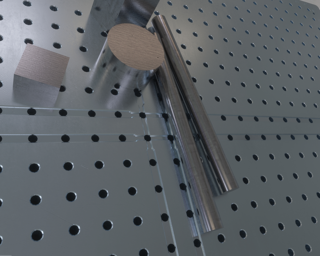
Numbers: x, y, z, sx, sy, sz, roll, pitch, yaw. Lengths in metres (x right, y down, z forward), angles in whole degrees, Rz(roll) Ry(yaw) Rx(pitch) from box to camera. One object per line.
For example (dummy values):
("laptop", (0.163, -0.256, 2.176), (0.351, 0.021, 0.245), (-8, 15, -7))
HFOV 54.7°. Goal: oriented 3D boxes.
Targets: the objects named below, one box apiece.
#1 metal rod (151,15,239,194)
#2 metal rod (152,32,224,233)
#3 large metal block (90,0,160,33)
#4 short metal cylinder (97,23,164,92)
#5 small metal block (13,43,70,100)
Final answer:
("metal rod", (0.045, -0.048, 0.461), (0.025, 0.025, 0.299), (-6, 65, -31))
("metal rod", (0.026, -0.010, 0.428), (0.025, 0.025, 0.299), (-2, 63, -29))
("large metal block", (-0.048, -0.193, 0.465), (0.081, 0.080, 0.050), (-32, 80, -38))
("short metal cylinder", (-0.041, -0.097, 0.429), (0.081, 0.050, 0.080), (14, 56, -21))
("small metal block", (-0.142, -0.068, 0.373), (0.050, 0.025, 0.050), (17, 55, -19))
